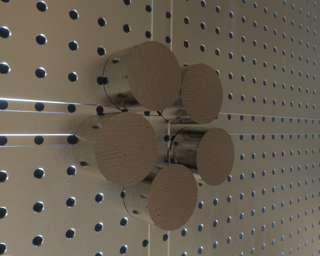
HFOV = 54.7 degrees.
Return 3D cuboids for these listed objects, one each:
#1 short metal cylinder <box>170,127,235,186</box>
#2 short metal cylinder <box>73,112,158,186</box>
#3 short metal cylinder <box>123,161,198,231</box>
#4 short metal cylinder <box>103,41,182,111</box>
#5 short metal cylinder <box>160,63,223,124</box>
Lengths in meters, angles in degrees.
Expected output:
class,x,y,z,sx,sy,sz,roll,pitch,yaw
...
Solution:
class,x,y,z,sx,sy,sz,roll,pitch,yaw
short metal cylinder,0.061,0.039,0.443,0.081,0.050,0.079,-2,93,-40
short metal cylinder,-0.049,0.022,0.351,0.081,0.050,0.079,-1,91,-40
short metal cylinder,0.002,0.083,0.392,0.081,0.050,0.080,0,90,-39
short metal cylinder,-0.020,-0.060,0.375,0.081,0.050,0.079,0,91,-40
short metal cylinder,0.041,-0.045,0.425,0.081,0.050,0.079,0,91,-40
